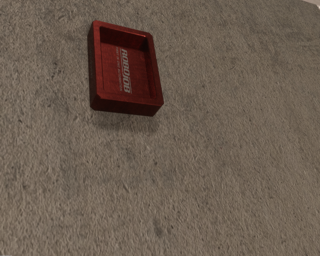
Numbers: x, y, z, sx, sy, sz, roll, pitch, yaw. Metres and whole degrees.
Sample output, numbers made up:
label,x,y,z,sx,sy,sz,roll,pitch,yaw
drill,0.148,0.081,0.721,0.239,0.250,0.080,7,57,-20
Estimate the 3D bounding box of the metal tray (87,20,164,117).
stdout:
label,x,y,z,sx,sy,sz,roll,pitch,yaw
metal tray,-0.049,-0.082,0.425,0.091,0.030,0.130,5,59,-26
